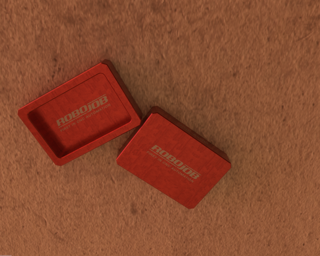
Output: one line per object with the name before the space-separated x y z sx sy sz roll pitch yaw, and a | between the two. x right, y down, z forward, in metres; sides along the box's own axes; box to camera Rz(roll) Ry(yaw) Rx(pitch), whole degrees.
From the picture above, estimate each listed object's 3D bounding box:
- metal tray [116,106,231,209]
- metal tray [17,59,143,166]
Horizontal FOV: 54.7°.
metal tray | 0.019 0.042 0.423 0.130 0.030 0.090 34 106 -12
metal tray | -0.100 -0.018 0.398 0.130 0.030 0.090 -27 108 9
